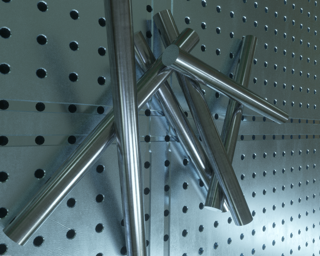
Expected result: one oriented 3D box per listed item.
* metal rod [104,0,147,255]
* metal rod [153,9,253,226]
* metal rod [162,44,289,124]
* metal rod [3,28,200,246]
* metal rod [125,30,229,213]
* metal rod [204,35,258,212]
[{"bbox_3d":[-0.033,0.023,0.332,0.025,0.025,0.298,-20,117,-38],"label":"metal rod"},{"bbox_3d":[0.058,-0.012,0.415,0.025,0.025,0.299,-23,92,-38],"label":"metal rod"},{"bbox_3d":[0.114,-0.050,0.447,0.302,0.025,0.025,16,80,-45],"label":"metal rod"},{"bbox_3d":[-0.049,-0.007,0.343,0.301,0.025,0.025,-51,120,-19],"label":"metal rod"},{"bbox_3d":[0.035,0.006,0.436,0.025,0.025,0.299,-45,117,-31],"label":"metal rod"},{"bbox_3d":[0.115,-0.021,0.483,0.025,0.025,0.300,34,63,-35],"label":"metal rod"}]
